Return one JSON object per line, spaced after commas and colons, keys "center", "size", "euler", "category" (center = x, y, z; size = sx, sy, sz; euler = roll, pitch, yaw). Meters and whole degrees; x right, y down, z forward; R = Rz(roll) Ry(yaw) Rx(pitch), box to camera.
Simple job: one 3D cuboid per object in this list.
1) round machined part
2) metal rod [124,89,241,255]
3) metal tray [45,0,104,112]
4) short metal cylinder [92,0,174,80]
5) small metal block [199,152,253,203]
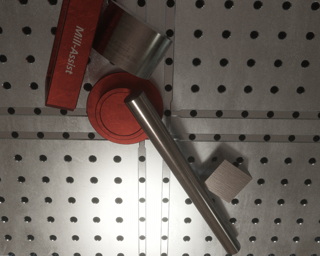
{"center": [-0.045, -0.023, 0.395], "size": [0.099, 0.042, 0.097], "euler": [0, 110, -1], "category": "round machined part"}
{"center": [0.042, 0.076, 0.416], "size": [0.025, 0.025, 0.299], "euler": [-28, 118, 9], "category": "metal rod"}
{"center": [-0.097, -0.094, 0.339], "size": [0.030, 0.090, 0.129], "euler": [11, 111, -25], "category": "metal tray"}
{"center": [-0.032, -0.098, 0.348], "size": [0.080, 0.080, 0.050], "euler": [31, 107, -11], "category": "short metal cylinder"}
{"center": [0.093, 0.071, 0.441], "size": [0.050, 0.025, 0.050], "euler": [34, 106, -12], "category": "small metal block"}
